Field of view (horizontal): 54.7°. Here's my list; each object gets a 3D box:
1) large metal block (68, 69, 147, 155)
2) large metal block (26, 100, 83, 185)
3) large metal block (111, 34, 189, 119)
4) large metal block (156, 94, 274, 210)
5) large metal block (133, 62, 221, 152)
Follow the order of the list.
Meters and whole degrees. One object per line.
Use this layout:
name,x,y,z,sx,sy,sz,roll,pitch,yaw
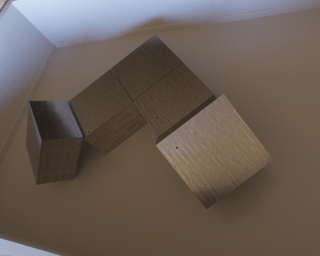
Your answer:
large metal block,-0.074,-0.024,0.441,0.080,0.050,0.080,-38,51,3
large metal block,-0.149,0.018,0.427,0.080,0.050,0.079,55,136,39
large metal block,-0.010,-0.073,0.437,0.080,0.050,0.080,-38,51,3
large metal block,0.052,0.021,0.320,0.080,0.050,0.080,-38,95,3
large metal block,0.026,-0.021,0.387,0.080,0.050,0.080,-38,51,3
